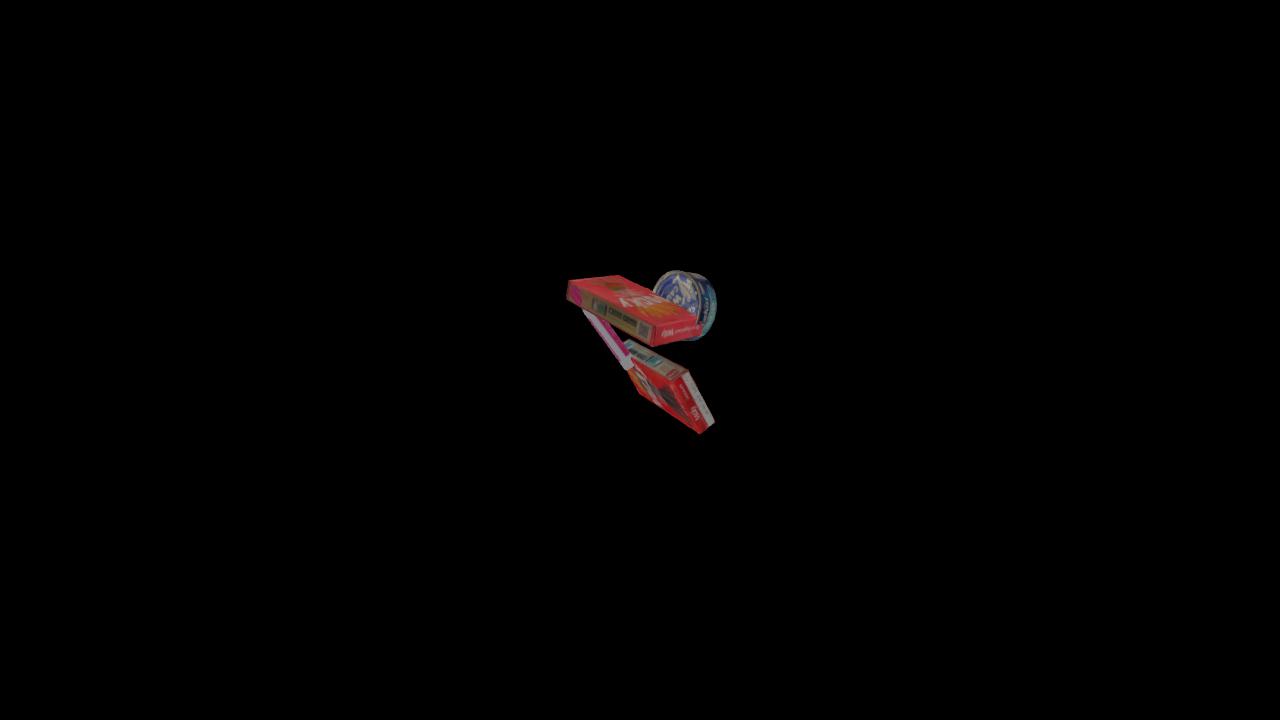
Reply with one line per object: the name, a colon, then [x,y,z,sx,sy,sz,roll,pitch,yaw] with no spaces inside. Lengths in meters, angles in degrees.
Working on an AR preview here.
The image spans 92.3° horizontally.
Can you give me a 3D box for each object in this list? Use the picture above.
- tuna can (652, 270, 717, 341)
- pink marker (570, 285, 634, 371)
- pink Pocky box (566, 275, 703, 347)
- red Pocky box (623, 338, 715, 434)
tuna can: [0.051,-0.064,0.734,0.034,0.084,0.084,0,0,-42]
pink marker: [-0.045,-0.040,0.747,0.020,0.121,0.020,-34,12,8]
pink Pocky box: [-0.008,-0.062,0.729,0.084,0.029,0.155,-14,34,-43]
red Pocky box: [0.026,0.029,0.749,0.028,0.083,0.155,-37,29,-13]
